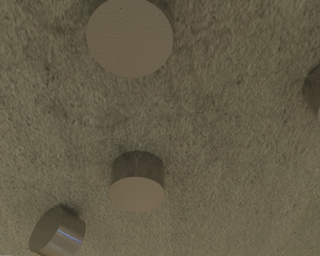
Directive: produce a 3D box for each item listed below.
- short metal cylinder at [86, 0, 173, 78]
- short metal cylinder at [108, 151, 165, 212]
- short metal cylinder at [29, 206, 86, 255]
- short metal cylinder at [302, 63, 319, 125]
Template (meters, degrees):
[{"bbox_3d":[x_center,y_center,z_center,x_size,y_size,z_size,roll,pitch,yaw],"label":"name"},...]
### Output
[{"bbox_3d":[-0.028,-0.098,0.307,0.081,0.050,0.079,0,130,0],"label":"short metal cylinder"},{"bbox_3d":[-0.033,0.079,0.458,0.081,0.050,0.079,0,130,0],"label":"short metal cylinder"},{"bbox_3d":[-0.172,0.179,0.521,0.080,0.080,0.050,-31,124,23],"label":"short metal cylinder"},{"bbox_3d":[0.216,-0.039,0.361,0.081,0.050,0.079,0,130,0],"label":"short metal cylinder"}]
